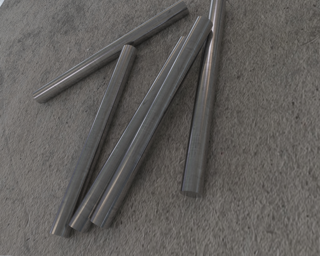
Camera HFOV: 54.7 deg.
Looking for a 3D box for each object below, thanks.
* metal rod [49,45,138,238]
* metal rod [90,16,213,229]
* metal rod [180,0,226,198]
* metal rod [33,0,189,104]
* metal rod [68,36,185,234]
[{"bbox_3d":[-0.088,0.003,0.448,0.025,0.025,0.300,2,63,29],"label":"metal rod"},{"bbox_3d":[-0.005,-0.015,0.400,0.025,0.025,0.299,19,77,35],"label":"metal rod"},{"bbox_3d":[0.061,-0.059,0.407,0.025,0.025,0.300,-3,60,27],"label":"metal rod"},{"bbox_3d":[-0.088,-0.126,0.527,0.300,0.025,0.025,-29,52,9],"label":"metal rod"},{"bbox_3d":[-0.031,-0.002,0.421,0.025,0.025,0.300,18,71,35],"label":"metal rod"}]
